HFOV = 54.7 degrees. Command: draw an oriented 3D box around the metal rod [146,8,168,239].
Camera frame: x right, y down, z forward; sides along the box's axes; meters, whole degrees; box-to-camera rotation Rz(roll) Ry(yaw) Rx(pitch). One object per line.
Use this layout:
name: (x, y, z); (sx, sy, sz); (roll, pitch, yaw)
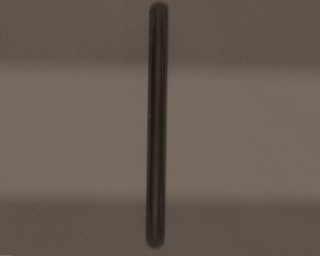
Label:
metal rod: (-0.004, -0.006, 0.411); (0.025, 0.025, 0.298); (1, 90, -1)
